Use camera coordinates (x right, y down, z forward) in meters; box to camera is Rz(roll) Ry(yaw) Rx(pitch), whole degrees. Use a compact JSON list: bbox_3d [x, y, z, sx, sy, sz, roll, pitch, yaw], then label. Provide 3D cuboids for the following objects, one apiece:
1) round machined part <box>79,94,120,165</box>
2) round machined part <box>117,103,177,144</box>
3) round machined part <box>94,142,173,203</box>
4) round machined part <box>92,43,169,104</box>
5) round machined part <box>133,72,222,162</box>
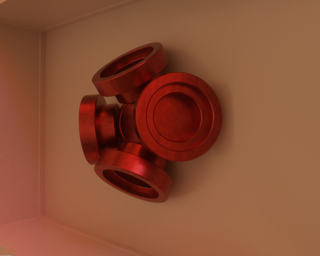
[{"bbox_3d":[-0.077,0.001,0.431,0.042,0.098,0.097,-5,86,2],"label":"round machined part"},{"bbox_3d":[-0.018,-0.007,0.406,0.098,0.042,0.097,0,90,39],"label":"round machined part"},{"bbox_3d":[-0.029,0.053,0.391,0.098,0.098,0.042,-2,53,39],"label":"round machined part"},{"bbox_3d":[-0.033,-0.066,0.394,0.098,0.098,0.042,-5,125,39],"label":"round machined part"},{"bbox_3d":[0.017,-0.012,0.354,0.042,0.099,0.097,171,97,-75],"label":"round machined part"}]
